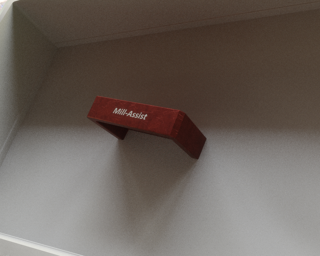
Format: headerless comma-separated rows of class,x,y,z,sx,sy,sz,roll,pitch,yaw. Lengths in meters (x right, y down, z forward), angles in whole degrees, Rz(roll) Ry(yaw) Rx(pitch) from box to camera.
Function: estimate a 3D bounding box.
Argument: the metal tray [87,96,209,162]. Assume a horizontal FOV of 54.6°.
metal tray,-0.015,0.001,0.389,0.130,0.090,0.030,12,73,32
